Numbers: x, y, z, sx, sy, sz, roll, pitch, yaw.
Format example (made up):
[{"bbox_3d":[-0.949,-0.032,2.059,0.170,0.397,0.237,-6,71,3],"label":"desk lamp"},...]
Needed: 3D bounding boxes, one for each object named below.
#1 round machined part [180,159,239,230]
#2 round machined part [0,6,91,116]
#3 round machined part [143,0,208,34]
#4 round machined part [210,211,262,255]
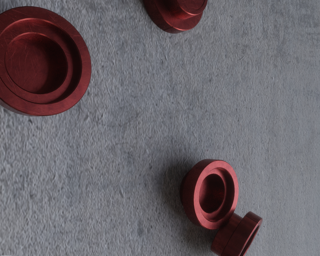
[{"bbox_3d":[0.067,0.093,0.450,0.099,0.042,0.097,0,90,-40],"label":"round machined part"},{"bbox_3d":[-0.119,-0.060,0.293,0.099,0.042,0.097,0,90,-40],"label":"round machined part"},{"bbox_3d":[0.027,-0.181,0.415,0.099,0.042,0.097,0,90,-40],"label":"round machined part"},{"bbox_3d":[0.112,0.168,0.470,0.099,0.042,0.097,-40,146,-34],"label":"round machined part"}]
